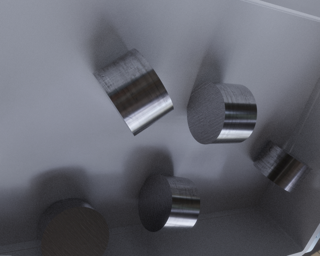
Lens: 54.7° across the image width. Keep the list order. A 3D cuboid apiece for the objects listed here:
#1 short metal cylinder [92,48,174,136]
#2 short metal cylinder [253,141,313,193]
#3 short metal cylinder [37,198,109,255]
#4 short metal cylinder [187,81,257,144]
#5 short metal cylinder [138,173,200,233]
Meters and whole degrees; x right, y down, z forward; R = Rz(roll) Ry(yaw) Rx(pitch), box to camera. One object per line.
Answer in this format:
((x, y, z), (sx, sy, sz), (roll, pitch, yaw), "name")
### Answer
((-0.029, -0.038, 0.334), (0.050, 0.080, 0.080), (-34, 129, -6), "short metal cylinder")
((0.207, 0.065, 0.526), (0.080, 0.080, 0.050), (25, 105, -37), "short metal cylinder")
((-0.111, 0.134, 0.394), (0.081, 0.050, 0.080), (0, 90, -27), "short metal cylinder")
((0.078, -0.019, 0.404), (0.050, 0.080, 0.079), (0, 119, -28), "short metal cylinder")
((0.012, 0.109, 0.446), (0.050, 0.080, 0.080), (15, 110, -35), "short metal cylinder")
